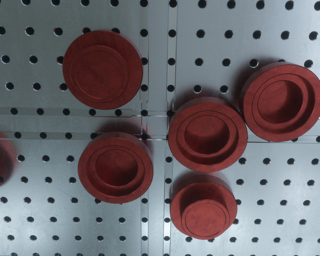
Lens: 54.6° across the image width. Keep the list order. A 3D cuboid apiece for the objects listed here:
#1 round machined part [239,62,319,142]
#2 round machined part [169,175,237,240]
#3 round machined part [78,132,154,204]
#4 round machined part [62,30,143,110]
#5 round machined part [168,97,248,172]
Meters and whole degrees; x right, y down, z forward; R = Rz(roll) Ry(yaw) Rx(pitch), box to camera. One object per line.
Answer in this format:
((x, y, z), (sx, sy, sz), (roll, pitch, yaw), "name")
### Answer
((0.149, -0.035, 0.392), (0.099, 0.042, 0.097), (0, 110, -1), "round machined part")
((0.063, 0.121, 0.449), (0.099, 0.042, 0.097), (0, 110, 0), "round machined part")
((-0.058, 0.050, 0.422), (0.099, 0.042, 0.097), (0, 110, 0), "round machined part")
((-0.070, -0.068, 0.379), (0.099, 0.042, 0.097), (0, 110, 0), "round machined part")
((0.060, 0.005, 0.403), (0.098, 0.042, 0.097), (2, 114, 4), "round machined part")
